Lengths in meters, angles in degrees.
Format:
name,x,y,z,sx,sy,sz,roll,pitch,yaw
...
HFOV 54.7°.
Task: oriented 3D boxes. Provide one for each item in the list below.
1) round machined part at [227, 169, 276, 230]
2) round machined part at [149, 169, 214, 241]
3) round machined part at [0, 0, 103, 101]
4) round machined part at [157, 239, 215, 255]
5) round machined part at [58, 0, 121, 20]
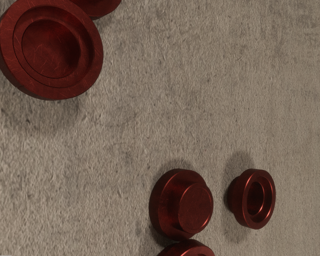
name,x,y,z,sx,sy,sz,roll,pitch,yaw
round machined part,0.151,0.117,0.524,0.099,0.042,0.097,0,90,-40
round machined part,0.036,0.107,0.427,0.099,0.042,0.097,0,90,-40
round machined part,-0.109,-0.075,0.303,0.099,0.042,0.097,0,90,-40
round machined part,0.027,0.194,0.412,0.099,0.042,0.097,-9,105,-37
round machined part,-0.078,-0.169,0.329,0.099,0.042,0.097,0,90,-40
